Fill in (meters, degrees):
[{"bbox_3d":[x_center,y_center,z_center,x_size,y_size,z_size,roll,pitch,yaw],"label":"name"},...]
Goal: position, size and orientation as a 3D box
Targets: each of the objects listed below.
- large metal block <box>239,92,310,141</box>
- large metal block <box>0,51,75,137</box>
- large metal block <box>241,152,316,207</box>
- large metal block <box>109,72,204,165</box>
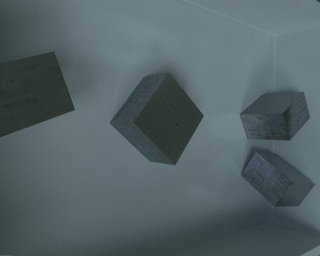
[{"bbox_3d":[0.202,-0.021,0.543,0.081,0.080,0.050,-36,113,-34],"label":"large metal block"},{"bbox_3d":[-0.133,-0.024,0.260,0.081,0.080,0.050,-27,107,-37],"label":"large metal block"},{"bbox_3d":[0.203,0.089,0.536,0.081,0.080,0.050,12,114,-40],"label":"large metal block"},{"bbox_3d":[-0.001,-0.011,0.391,0.080,0.050,0.080,47,62,-30],"label":"large metal block"}]
